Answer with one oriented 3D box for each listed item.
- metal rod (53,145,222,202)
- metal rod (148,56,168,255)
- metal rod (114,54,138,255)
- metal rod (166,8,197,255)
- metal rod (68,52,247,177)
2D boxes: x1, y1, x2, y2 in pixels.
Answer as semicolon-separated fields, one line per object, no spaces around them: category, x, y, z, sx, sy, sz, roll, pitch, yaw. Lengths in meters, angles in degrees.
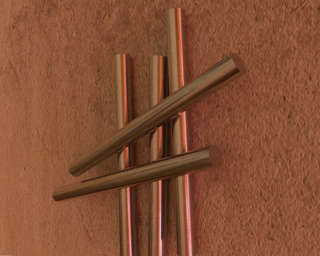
metal rod;-0.053;0.069;0.414;0.299;0.025;0.025;-20;78;38
metal rod;-0.003;0.057;0.407;0.025;0.025;0.298;1;91;40
metal rod;-0.050;0.045;0.445;0.025;0.025;0.298;-4;88;40
metal rod;0.026;0.004;0.383;0.025;0.025;0.298;-4;87;40
metal rod;-0.026;0.000;0.392;0.299;0.025;0.025;-31;71;35
